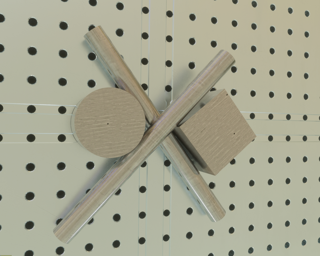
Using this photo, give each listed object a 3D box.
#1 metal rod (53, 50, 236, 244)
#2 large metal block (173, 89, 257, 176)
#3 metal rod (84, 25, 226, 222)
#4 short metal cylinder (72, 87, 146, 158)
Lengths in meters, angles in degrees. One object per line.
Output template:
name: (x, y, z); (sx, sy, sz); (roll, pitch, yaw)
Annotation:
metal rod: (-0.015, 0.019, 0.381); (0.025, 0.025, 0.300); (44, 84, -15)
large metal block: (0.068, 0.005, 0.420); (0.080, 0.050, 0.080); (-40, 103, -16)
metal rod: (0.000, 0.003, 0.408); (0.025, 0.025, 0.299); (-38, 102, -16)
short metal cylinder: (-0.063, -0.006, 0.372); (0.081, 0.050, 0.079); (0, 90, -20)
